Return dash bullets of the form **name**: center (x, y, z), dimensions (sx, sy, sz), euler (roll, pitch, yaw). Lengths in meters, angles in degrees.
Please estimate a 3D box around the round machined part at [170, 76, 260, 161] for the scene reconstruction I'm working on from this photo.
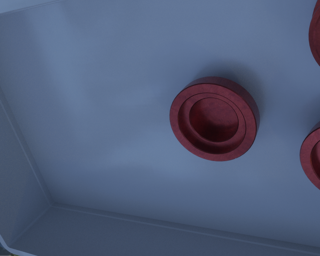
- **round machined part**: center (0.064, -0.013, 0.355), dimensions (0.098, 0.042, 0.097), euler (13, 124, 21)

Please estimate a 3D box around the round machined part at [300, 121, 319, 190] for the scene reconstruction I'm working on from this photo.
- **round machined part**: center (0.194, 0.027, 0.301), dimensions (0.098, 0.042, 0.097), euler (27, 137, 29)

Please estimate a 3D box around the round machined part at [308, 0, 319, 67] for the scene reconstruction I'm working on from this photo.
- **round machined part**: center (0.157, -0.073, 0.237), dimensions (0.098, 0.042, 0.097), euler (53, 158, 34)
